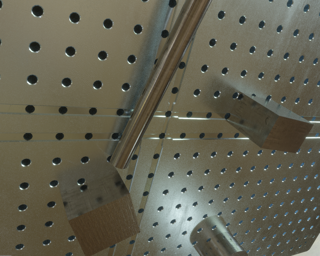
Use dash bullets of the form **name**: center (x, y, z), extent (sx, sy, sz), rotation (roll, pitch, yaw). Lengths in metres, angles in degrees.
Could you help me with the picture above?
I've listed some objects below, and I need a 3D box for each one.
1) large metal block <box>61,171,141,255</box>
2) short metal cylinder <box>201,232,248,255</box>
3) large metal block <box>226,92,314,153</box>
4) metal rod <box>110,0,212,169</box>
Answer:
- **large metal block**: center (-0.080, 0.118, 0.426), extent (0.081, 0.050, 0.079), rotation (-21, 127, -16)
- **short metal cylinder**: center (0.131, 0.261, 0.631), extent (0.081, 0.050, 0.079), rotation (-14, 125, -21)
- **large metal block**: center (0.162, -0.008, 0.462), extent (0.081, 0.080, 0.050), rotation (9, 114, -33)
- **metal rod**: center (0.010, -0.075, 0.353), extent (0.025, 0.025, 0.298), rotation (11, 118, -34)
